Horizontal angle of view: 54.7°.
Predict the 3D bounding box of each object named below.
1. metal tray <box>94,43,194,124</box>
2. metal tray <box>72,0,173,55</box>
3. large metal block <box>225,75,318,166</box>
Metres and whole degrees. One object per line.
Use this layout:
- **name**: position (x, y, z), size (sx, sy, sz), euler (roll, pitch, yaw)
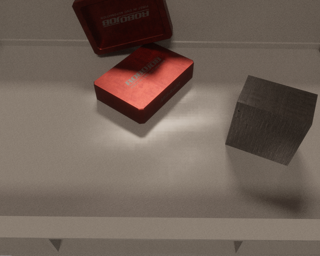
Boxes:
- **metal tray**: position (-0.021, -0.073, 0.463), size (0.090, 0.030, 0.131), euler (30, 56, 22)
- **metal tray**: position (-0.054, -0.170, 0.474), size (0.130, 0.090, 0.030), euler (-10, 42, 12)
- **large metal block**: position (0.132, -0.008, 0.378), size (0.080, 0.080, 0.050), euler (20, 53, 15)
